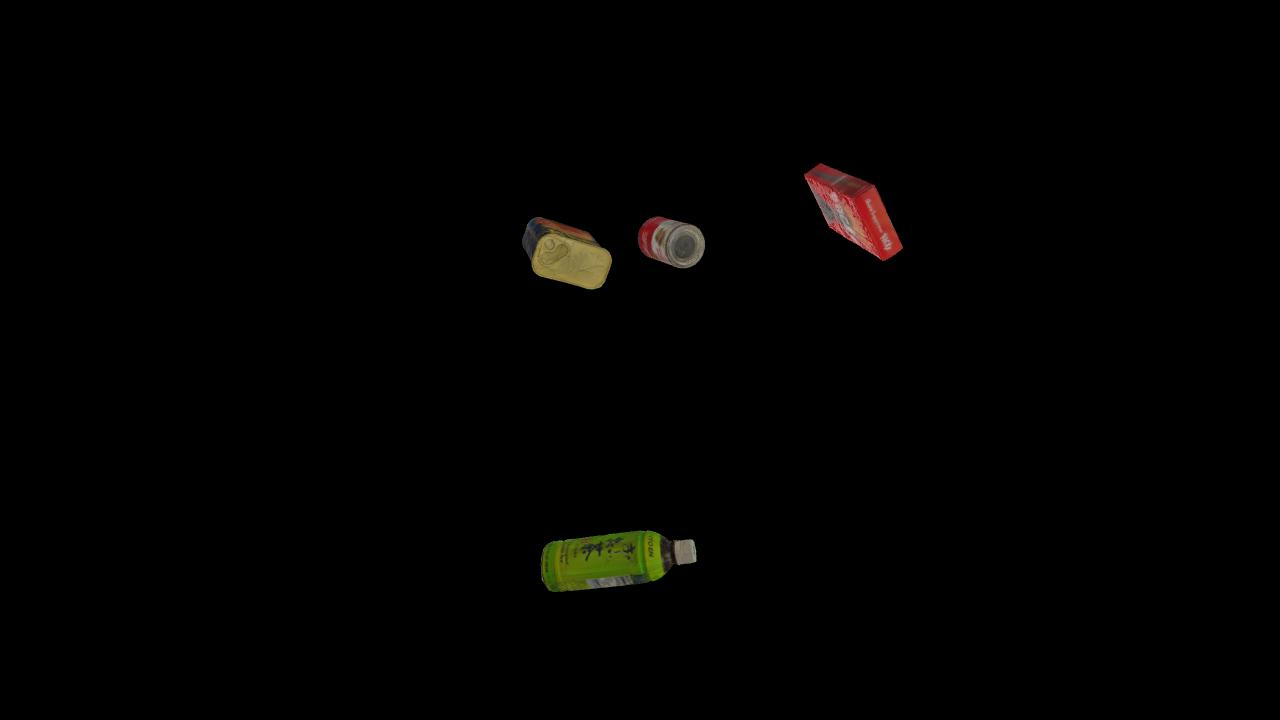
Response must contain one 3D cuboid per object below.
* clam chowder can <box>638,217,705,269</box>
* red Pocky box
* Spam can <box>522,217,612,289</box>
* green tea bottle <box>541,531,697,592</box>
[{"bbox_3d":[0.048,-0.181,0.945,0.068,0.068,0.102,0,17,-26],"label":"clam chowder can"},{"bbox_3d":[0.238,-0.172,0.699,0.028,0.083,0.155,-31,24,9],"label":"red Pocky box"},{"bbox_3d":[-0.098,-0.141,0.805,0.101,0.058,0.085,13,22,-27],"label":"Spam can"},{"bbox_3d":[-0.028,0.276,0.851,0.212,0.073,0.073,-8,-2,11],"label":"green tea bottle"}]
